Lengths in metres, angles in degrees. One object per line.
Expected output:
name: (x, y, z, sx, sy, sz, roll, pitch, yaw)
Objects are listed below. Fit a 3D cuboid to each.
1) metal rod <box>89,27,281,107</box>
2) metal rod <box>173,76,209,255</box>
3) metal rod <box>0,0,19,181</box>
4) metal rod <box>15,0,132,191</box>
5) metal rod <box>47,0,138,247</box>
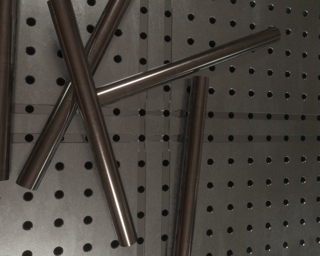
metal rod: (0.046, -0.089, 0.430, 0.302, 0.025, 0.025, -23, 98, -19)
metal rod: (0.041, 0.078, 0.429, 0.025, 0.025, 0.298, 7, 88, -20)
metal rod: (-0.175, -0.091, 0.347, 0.025, 0.025, 0.298, 3, 89, -20)
metal rod: (-0.093, -0.068, 0.378, 0.025, 0.025, 0.299, 27, 81, -19)
metal rod: (-0.075, 0.004, 0.366, 0.025, 0.025, 0.298, -18, 104, -19)
